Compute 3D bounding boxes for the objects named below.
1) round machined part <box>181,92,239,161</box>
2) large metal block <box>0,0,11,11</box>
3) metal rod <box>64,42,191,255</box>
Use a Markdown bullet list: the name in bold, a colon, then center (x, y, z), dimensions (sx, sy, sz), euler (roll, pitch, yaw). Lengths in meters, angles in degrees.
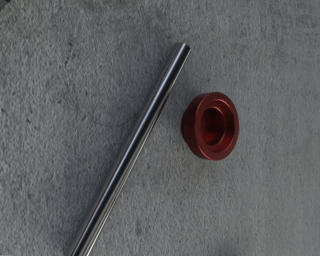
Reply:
- **round machined part**: center (0.069, -0.002, 0.454), dimensions (0.099, 0.042, 0.097), euler (0, 90, -40)
- **large metal block**: center (-0.149, -0.157, 0.264), dimensions (0.080, 0.050, 0.080), euler (40, 66, -33)
- **metal rod**: center (-0.030, 0.015, 0.381), dimensions (0.025, 0.025, 0.300), euler (40, 66, -33)
